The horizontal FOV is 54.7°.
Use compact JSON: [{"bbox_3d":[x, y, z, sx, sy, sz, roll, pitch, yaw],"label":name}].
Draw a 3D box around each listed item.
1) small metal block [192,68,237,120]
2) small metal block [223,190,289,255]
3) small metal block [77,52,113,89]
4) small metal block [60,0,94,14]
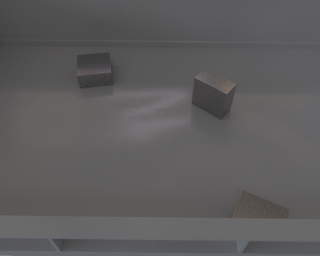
[{"bbox_3d":[0.073,-0.047,0.428,0.050,0.050,0.025,32,57,24],"label":"small metal block"},{"bbox_3d":[0.099,0.098,0.316,0.050,0.025,0.050,22,39,17],"label":"small metal block"},{"bbox_3d":[-0.101,-0.090,0.480,0.050,0.025,0.050,-7,50,-6],"label":"small metal block"},{"bbox_3d":[-0.165,-0.254,0.620,0.050,0.025,0.050,6,50,4],"label":"small metal block"}]
